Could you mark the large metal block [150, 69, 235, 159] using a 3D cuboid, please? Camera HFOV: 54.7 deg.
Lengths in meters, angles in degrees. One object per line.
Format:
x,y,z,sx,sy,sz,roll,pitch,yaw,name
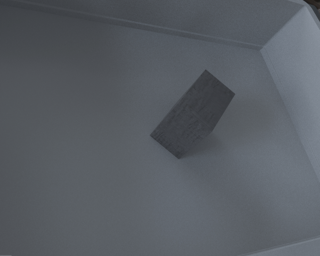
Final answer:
0.042,-0.017,0.405,0.050,0.080,0.080,40,51,-2,large metal block
